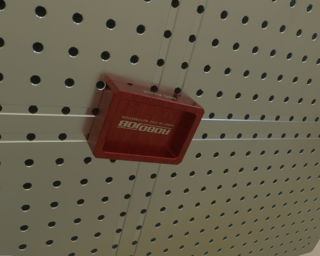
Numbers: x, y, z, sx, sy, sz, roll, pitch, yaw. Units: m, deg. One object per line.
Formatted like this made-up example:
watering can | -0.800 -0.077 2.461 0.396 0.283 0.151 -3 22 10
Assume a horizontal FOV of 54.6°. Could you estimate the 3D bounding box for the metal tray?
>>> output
metal tray | -0.016 -0.002 0.397 0.131 0.030 0.089 9 114 -32
